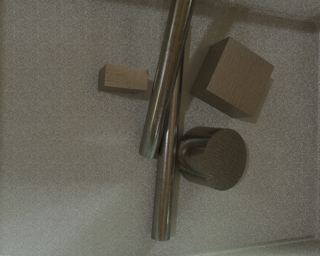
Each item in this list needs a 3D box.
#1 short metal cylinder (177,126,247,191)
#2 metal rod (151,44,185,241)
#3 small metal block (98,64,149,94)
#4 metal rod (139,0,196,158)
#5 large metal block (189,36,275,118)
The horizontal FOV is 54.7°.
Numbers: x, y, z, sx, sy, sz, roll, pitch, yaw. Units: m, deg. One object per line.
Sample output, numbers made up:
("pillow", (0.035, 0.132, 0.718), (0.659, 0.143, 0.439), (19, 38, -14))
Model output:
("short metal cylinder", (0.070, 0.039, 0.414), (0.081, 0.050, 0.079), (-3, 95, -35))
("metal rod", (0.013, -0.002, 0.416), (0.025, 0.025, 0.298), (5, 88, -20))
("small metal block", (-0.047, -0.058, 0.381), (0.050, 0.050, 0.025), (4, 89, -20))
("metal rod", (0.016, -0.096, 0.341), (0.025, 0.025, 0.298), (3, 119, -20))
("large metal block", (0.101, -0.068, 0.436), (0.080, 0.050, 0.080), (27, 81, -18))
